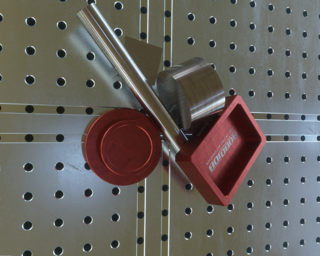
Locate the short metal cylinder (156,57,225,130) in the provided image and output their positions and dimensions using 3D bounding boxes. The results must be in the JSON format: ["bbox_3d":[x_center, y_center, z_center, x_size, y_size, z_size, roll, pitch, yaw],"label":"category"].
[{"bbox_3d":[0.038,-0.044,0.398,0.050,0.080,0.080,-27,99,-18],"label":"short metal cylinder"}]

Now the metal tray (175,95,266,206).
[{"bbox_3d":[0.088,0.028,0.421,0.130,0.030,0.090,-49,113,-29],"label":"metal tray"}]

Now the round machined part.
[{"bbox_3d":[-0.043,0.024,0.387,0.099,0.042,0.097,0,90,-21],"label":"round machined part"}]

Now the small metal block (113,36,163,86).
[{"bbox_3d":[-0.029,-0.085,0.403,0.050,0.025,0.050,14,85,-20],"label":"small metal block"}]

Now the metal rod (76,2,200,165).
[{"bbox_3d":[-0.001,-0.018,0.395,0.025,0.025,0.299,-42,111,-15],"label":"metal rod"}]
